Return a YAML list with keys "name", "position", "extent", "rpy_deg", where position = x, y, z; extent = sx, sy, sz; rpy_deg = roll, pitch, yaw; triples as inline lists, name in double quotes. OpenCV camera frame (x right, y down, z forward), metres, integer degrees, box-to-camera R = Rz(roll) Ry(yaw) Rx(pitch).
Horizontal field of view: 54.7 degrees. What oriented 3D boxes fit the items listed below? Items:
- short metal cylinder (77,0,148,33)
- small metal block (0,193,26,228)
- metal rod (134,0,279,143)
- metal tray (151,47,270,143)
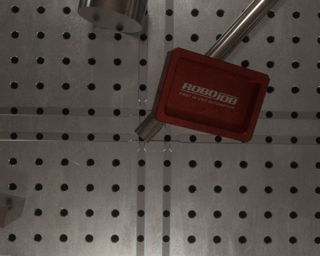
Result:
- name: "short metal cylinder"
  position: [-0.057, -0.158, 0.385]
  extent: [0.080, 0.080, 0.050]
  rpy_deg: [12, 90, -1]
- name: "small metal block"
  position: [-0.211, 0.103, 0.398]
  extent: [0.050, 0.050, 0.025]
  rpy_deg: [13, 90, -1]
- name: "metal rod"
  position: [0.076, -0.099, 0.414]
  extent: [0.025, 0.025, 0.300]
  rpy_deg: [42, 90, -1]
- name: "metal tray"
  position: [0.064, -0.040, 0.392]
  extent: [0.131, 0.030, 0.089]
  rpy_deg: [13, 97, -14]
